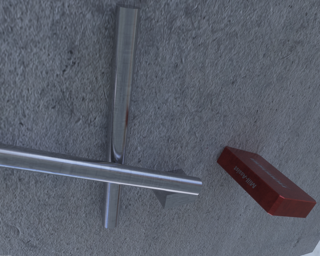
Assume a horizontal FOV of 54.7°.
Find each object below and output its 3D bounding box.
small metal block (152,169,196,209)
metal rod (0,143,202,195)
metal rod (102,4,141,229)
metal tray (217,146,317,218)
[{"bbox_3d":[0.020,0.088,0.456,0.050,0.050,0.025,-6,121,-26],"label":"small metal block"},{"bbox_3d":[-0.082,0.049,0.365,0.302,0.025,0.025,14,112,-25],"label":"metal rod"},{"bbox_3d":[-0.052,0.007,0.382,0.025,0.025,0.298,-6,121,-26],"label":"metal rod"},{"bbox_3d":[0.159,0.080,0.476,0.091,0.130,0.030,14,111,-34],"label":"metal tray"}]
